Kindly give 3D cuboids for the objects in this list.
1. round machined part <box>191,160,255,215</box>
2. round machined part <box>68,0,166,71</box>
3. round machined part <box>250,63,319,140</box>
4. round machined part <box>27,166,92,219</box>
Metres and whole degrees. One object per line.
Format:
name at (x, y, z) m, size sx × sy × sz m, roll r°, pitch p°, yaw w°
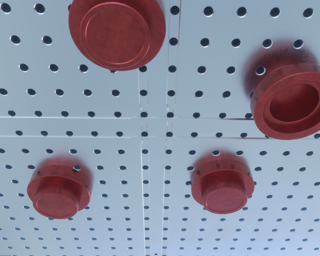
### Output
round machined part at (0.098, 0.098, 0.485) m, size 0.099 × 0.042 × 0.097 m, roll 0°, pitch 130°, yaw 0°
round machined part at (-0.043, -0.100, 0.315) m, size 0.099 × 0.042 × 0.097 m, roll 0°, pitch 130°, yaw 0°
round machined part at (0.158, -0.035, 0.372) m, size 0.099 × 0.042 × 0.097 m, roll 0°, pitch 130°, yaw 0°
round machined part at (-0.160, 0.108, 0.491) m, size 0.099 × 0.042 × 0.097 m, roll 0°, pitch 130°, yaw 0°
